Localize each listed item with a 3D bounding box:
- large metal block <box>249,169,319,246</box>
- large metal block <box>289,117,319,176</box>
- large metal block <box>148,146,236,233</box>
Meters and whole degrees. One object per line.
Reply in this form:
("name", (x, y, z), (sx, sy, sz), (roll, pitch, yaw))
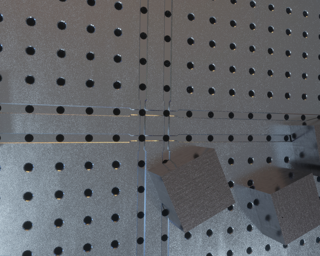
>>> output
("large metal block", (0.194, 0.117, 0.473), (0.081, 0.050, 0.080), (-20, 97, -19))
("large metal block", (0.265, 0.026, 0.500), (0.081, 0.050, 0.080), (-13, 95, -20))
("large metal block", (0.042, 0.079, 0.416), (0.081, 0.050, 0.080), (-25, 99, -19))
